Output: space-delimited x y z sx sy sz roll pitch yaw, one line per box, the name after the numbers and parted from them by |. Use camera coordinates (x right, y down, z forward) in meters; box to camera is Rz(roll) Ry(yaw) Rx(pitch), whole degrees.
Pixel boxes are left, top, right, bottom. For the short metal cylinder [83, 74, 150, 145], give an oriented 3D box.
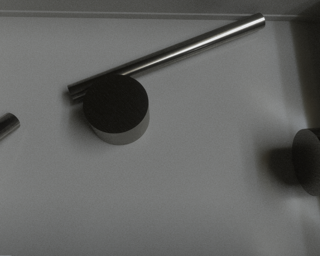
-0.054 -0.022 0.404 0.081 0.050 0.080 0 70 0 | short metal cylinder

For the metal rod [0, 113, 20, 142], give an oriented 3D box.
-0.254 0.071 0.300 0.025 0.025 0.301 25 41 8 | metal rod

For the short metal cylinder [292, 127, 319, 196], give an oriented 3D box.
0.201 0.038 0.369 0.050 0.080 0.080 -6 70 -3 | short metal cylinder

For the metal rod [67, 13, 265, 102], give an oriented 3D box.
0.015 -0.105 0.448 0.302 0.025 0.025 -23 72 -9 | metal rod
